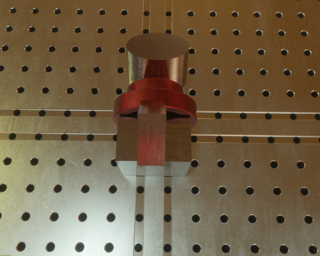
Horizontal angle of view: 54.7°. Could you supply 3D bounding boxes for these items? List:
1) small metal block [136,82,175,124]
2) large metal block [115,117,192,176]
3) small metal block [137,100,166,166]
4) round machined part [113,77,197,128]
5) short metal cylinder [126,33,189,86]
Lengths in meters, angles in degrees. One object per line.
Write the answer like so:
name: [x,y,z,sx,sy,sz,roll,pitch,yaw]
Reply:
small metal block: [-0.006,-0.034,0.423,0.050,0.025,0.050,1,70,0]
large metal block: [-0.007,0.025,0.372,0.081,0.080,0.050,1,70,0]
small metal block: [-0.008,0.003,0.301,0.025,0.050,0.050,1,108,0]
round machined part: [-0.006,-0.026,0.371,0.099,0.098,0.042,1,70,0]
short metal cylinder: [-0.003,-0.087,0.412,0.081,0.050,0.080,1,40,-1]
